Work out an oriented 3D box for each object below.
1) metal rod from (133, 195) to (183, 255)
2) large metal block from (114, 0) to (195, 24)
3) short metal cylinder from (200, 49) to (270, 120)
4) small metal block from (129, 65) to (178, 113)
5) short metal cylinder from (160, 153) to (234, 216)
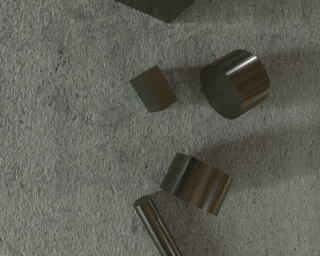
[{"bbox_3d":[0.044,0.225,0.425,0.025,0.025,0.299,-30,100,-17],"label":"metal rod"},{"bbox_3d":[-0.004,-0.178,0.378,0.081,0.080,0.050,17,85,-19],"label":"large metal block"},{"bbox_3d":[0.099,-0.058,0.416,0.050,0.080,0.080,-31,101,-17],"label":"short metal cylinder"},{"bbox_3d":[-0.009,-0.048,0.392,0.025,0.050,0.050,-35,102,-16],"label":"small metal block"},{"bbox_3d":[0.046,0.072,0.397,0.080,0.080,0.050,30,81,-18],"label":"short metal cylinder"}]
